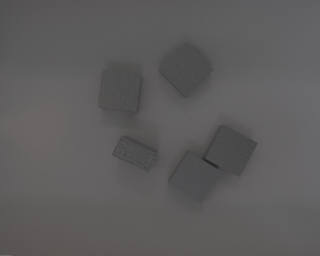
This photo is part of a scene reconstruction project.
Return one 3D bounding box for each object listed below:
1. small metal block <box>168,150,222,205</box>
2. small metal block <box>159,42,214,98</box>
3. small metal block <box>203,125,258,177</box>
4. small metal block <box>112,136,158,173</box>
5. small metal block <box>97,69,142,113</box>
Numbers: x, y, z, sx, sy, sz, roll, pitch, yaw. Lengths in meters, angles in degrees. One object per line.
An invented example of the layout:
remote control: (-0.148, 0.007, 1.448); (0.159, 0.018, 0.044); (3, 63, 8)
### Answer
small metal block: (0.045, 0.064, 0.412); (0.050, 0.025, 0.050); (32, 90, 0)
small metal block: (0.034, -0.076, 0.411); (0.050, 0.025, 0.050); (-44, 90, 0)
small metal block: (0.093, 0.029, 0.412); (0.050, 0.025, 0.050); (28, 90, 0)
small metal block: (-0.030, 0.032, 0.399); (0.050, 0.050, 0.025); (26, 90, 0)
small metal block: (-0.052, -0.048, 0.411); (0.050, 0.025, 0.050); (7, 90, 0)
